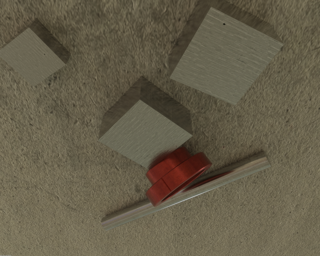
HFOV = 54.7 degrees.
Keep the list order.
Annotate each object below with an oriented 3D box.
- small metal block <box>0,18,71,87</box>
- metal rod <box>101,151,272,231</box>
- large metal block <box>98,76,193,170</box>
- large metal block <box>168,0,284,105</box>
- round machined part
[{"bbox_3d":[-0.136,-0.081,0.337,0.050,0.025,0.050,-27,125,21],"label":"small metal block"},{"bbox_3d":[0.030,0.107,0.498,0.300,0.025,0.025,-27,125,20],"label":"metal rod"},{"bbox_3d":[-0.018,-0.004,0.387,0.080,0.050,0.080,34,122,-25],"label":"large metal block"},{"bbox_3d":[0.063,-0.081,0.322,0.080,0.050,0.079,20,127,-17],"label":"large metal block"},{"bbox_3d":[0.020,0.062,0.426,0.098,0.099,0.042,-46,72,31],"label":"round machined part"}]
